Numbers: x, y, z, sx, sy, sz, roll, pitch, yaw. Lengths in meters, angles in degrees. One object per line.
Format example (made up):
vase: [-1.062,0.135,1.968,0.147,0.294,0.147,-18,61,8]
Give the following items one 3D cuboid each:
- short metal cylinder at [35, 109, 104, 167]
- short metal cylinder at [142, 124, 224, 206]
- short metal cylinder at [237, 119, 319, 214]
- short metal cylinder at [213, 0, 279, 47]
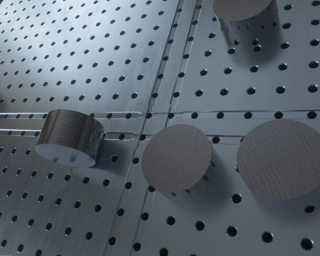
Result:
short metal cylinder: [-0.122,0.016,0.425,0.080,0.080,0.050,-4,60,26]
short metal cylinder: [0.026,0.042,0.351,0.080,0.050,0.080,-13,56,20]
short metal cylinder: [0.121,0.038,0.305,0.080,0.050,0.080,-13,56,21]
short metal cylinder: [0.119,-0.159,0.427,0.080,0.050,0.080,-13,57,20]
